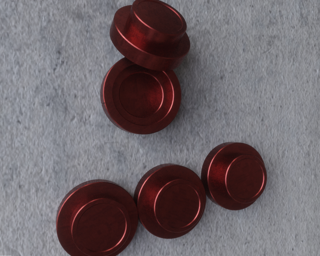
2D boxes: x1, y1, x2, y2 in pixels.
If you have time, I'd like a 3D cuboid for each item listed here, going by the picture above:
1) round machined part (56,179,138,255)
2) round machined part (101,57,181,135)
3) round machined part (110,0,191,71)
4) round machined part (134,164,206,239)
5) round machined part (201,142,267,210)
[{"bbox_3d":[-0.073,0.114,0.374,0.099,0.042,0.097,0,90,-20],"label":"round machined part"},{"bbox_3d":[-0.026,-0.041,0.391,0.099,0.042,0.097,0,90,-21],"label":"round machined part"},{"bbox_3d":[-0.007,-0.118,0.372,0.099,0.042,0.098,15,48,-17],"label":"round machined part"},{"bbox_3d":[0.018,0.098,0.408,0.099,0.042,0.097,0,90,-21],"label":"round machined part"},{"bbox_3d":[0.112,0.069,0.443,0.099,0.042,0.097,0,90,-21],"label":"round machined part"}]
